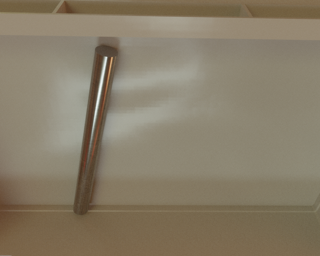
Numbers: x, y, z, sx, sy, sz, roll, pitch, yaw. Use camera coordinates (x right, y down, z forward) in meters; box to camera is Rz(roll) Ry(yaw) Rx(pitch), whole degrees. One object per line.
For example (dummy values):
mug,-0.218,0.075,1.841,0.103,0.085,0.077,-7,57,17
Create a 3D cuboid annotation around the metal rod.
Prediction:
metal rod,-0.096,0.026,0.430,0.025,0.025,0.298,11,129,-10
